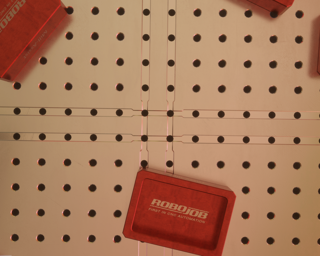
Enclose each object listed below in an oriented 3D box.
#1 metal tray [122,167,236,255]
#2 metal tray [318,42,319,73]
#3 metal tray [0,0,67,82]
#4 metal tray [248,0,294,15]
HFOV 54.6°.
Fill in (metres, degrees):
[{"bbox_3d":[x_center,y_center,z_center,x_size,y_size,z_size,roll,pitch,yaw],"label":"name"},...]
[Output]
[{"bbox_3d":[0.025,0.111,0.411,0.131,0.030,0.090,14,90,0],"label":"metal tray"},{"bbox_3d":[0.285,-0.113,0.412,0.131,0.030,0.090,4,90,0],"label":"metal tray"},{"bbox_3d":[-0.200,-0.139,0.410,0.090,0.030,0.130,39,90,0],"label":"metal tray"},{"bbox_3d":[0.128,-0.221,0.411,0.130,0.030,0.090,26,90,0],"label":"metal tray"}]
